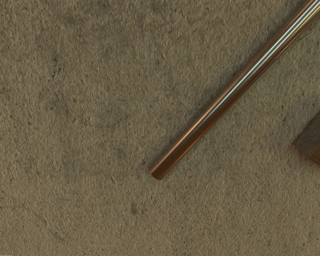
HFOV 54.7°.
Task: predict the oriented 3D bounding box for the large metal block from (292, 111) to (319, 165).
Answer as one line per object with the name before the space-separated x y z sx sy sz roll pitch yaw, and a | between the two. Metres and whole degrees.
large metal block | 0.241 0.018 0.407 0.080 0.050 0.080 30 107 -11

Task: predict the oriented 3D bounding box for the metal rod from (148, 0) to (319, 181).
metal rod | 0.090 -0.043 0.395 0.025 0.025 0.299 38 105 -13
